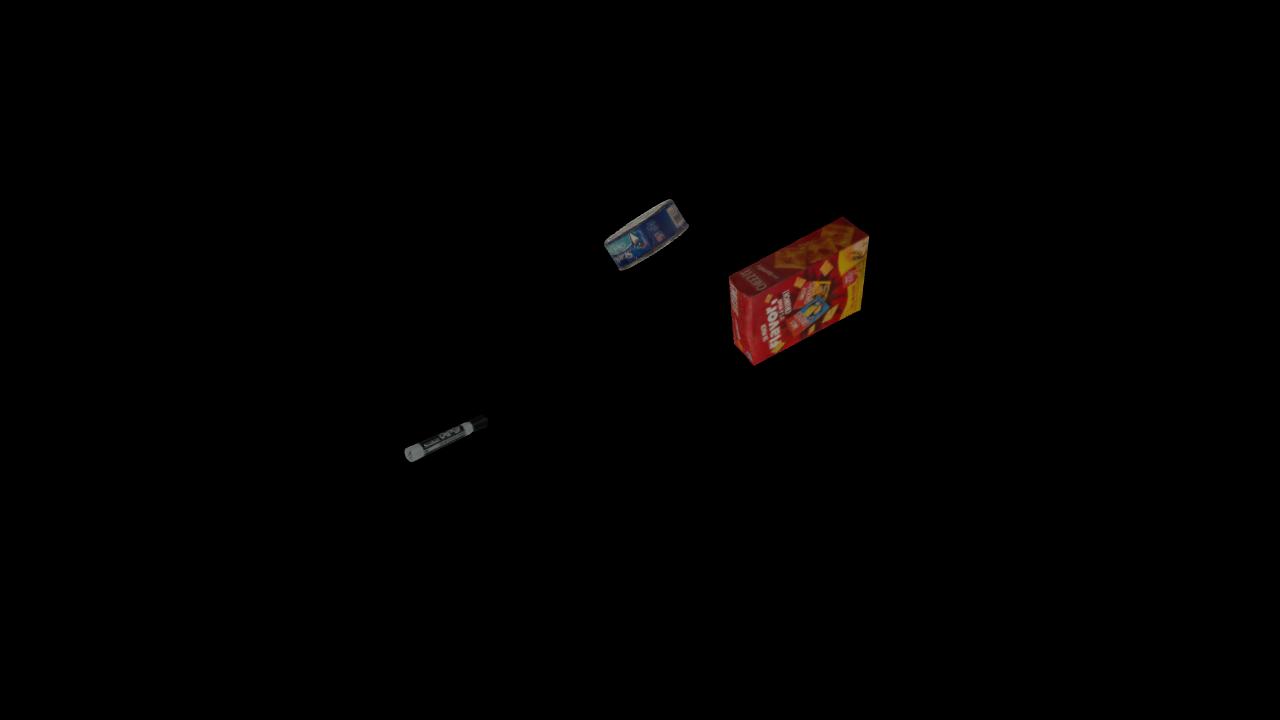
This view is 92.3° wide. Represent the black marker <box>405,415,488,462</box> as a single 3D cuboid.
[{"bbox_3d":[-0.244,0.098,0.788,0.020,0.020,0.121,0,17,38],"label":"black marker"}]

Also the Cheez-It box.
[{"bbox_3d":[0.255,-0.107,0.994,0.223,0.166,0.071,-28,50,-10],"label":"Cheez-It box"}]

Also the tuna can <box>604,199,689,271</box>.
[{"bbox_3d":[0.006,-0.127,0.622,0.084,0.034,0.084,-31,15,9],"label":"tuna can"}]
